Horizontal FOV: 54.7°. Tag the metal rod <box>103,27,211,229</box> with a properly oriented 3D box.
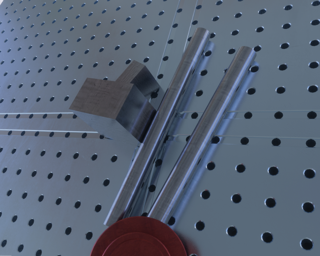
[{"bbox_3d":[0.004,-0.011,0.411,0.025,0.025,0.300,12,68,33],"label":"metal rod"}]

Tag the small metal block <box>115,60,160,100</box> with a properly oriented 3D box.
[{"bbox_3d":[-0.034,-0.060,0.445,0.025,0.050,0.050,33,80,38],"label":"small metal block"}]

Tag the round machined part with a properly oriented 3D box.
[{"bbox_3d":[-0.021,0.136,0.299,0.099,0.042,0.098,0,72,1],"label":"round machined part"}]

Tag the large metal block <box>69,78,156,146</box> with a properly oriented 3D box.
[{"bbox_3d":[-0.057,-0.020,0.414,0.080,0.080,0.050,12,68,33],"label":"large metal block"}]

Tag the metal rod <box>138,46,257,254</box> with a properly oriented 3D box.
[{"bbox_3d":[0.042,0.026,0.369,0.025,0.025,0.300,20,72,35],"label":"metal rod"}]
